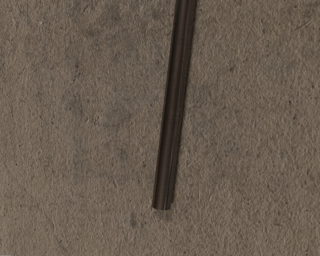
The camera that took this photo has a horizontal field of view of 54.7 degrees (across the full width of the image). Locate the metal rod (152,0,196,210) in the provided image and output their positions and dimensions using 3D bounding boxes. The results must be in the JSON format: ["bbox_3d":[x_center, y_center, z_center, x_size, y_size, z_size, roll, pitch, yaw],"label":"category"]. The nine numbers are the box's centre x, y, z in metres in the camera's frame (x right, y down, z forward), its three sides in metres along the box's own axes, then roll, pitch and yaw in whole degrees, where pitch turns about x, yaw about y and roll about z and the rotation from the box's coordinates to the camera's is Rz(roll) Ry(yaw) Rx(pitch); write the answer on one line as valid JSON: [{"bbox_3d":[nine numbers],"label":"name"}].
[{"bbox_3d":[0.019,-0.044,0.401,0.025,0.025,0.298,8,92,19],"label":"metal rod"}]
